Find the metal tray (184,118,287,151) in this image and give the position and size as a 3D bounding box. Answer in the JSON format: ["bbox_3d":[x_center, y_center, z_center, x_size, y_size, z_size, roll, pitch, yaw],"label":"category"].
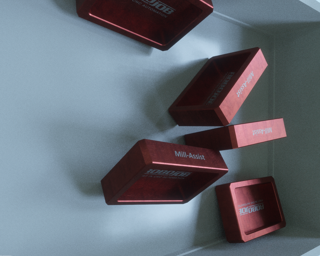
[{"bbox_3d":[0.112,0.012,0.458,0.131,0.090,0.030,-7,85,-40],"label":"metal tray"}]

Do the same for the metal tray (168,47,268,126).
[{"bbox_3d":[0.082,-0.057,0.434,0.130,0.090,0.030,-51,121,-28],"label":"metal tray"}]

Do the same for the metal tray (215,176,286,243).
[{"bbox_3d":[0.155,0.133,0.519,0.131,0.030,0.090,1,72,-40],"label":"metal tray"}]

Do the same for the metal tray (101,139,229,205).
[{"bbox_3d":[0.008,0.058,0.373,0.131,0.090,0.030,11,45,-40],"label":"metal tray"}]

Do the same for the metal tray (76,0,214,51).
[{"bbox_3d":[-0.016,-0.141,0.349,0.131,0.090,0.030,11,59,-40],"label":"metal tray"}]
